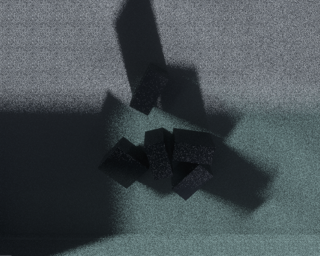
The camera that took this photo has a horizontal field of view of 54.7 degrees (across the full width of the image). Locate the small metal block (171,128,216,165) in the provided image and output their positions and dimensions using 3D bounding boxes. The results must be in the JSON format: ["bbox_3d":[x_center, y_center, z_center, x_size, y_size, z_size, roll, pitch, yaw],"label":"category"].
[{"bbox_3d":[0.042,0.023,0.407,0.050,0.050,0.025,8,110,-3],"label":"small metal block"}]

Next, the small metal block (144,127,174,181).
[{"bbox_3d":[-0.002,0.033,0.410,0.025,0.050,0.050,-14,110,4],"label":"small metal block"}]

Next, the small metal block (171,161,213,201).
[{"bbox_3d":[0.042,0.062,0.422,0.025,0.050,0.050,41,105,-14],"label":"small metal block"}]

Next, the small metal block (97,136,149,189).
[{"bbox_3d":[-0.048,0.048,0.422,0.050,0.025,0.050,38,120,-13],"label":"small metal block"}]

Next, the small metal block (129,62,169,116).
[{"bbox_3d":[-0.013,-0.049,0.380,0.025,0.050,0.050,27,108,-10],"label":"small metal block"}]
